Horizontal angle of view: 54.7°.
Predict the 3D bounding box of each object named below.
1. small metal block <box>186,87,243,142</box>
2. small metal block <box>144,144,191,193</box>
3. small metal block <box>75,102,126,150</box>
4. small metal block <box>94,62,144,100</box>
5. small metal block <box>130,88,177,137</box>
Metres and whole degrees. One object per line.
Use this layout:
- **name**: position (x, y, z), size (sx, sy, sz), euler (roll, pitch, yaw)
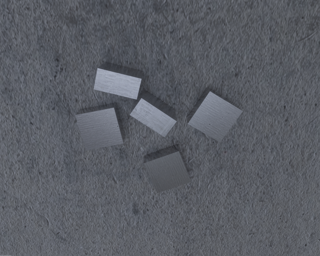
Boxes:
- **small metal block**: position (0.070, -0.018, 0.404), size (0.050, 0.025, 0.050), euler (30, 107, -11)
- **small metal block**: position (0.011, 0.056, 0.430), size (0.050, 0.025, 0.050), euler (-20, 109, 7)
- **small metal block**: position (-0.077, -0.002, 0.408), size (0.050, 0.025, 0.050), euler (-11, 110, 4)
- **small metal block**: position (-0.048, -0.058, 0.374), size (0.050, 0.050, 0.025), euler (13, 110, -5)
- **small metal block**: position (-0.008, -0.020, 0.389), size (0.050, 0.050, 0.025), euler (33, 107, -12)
